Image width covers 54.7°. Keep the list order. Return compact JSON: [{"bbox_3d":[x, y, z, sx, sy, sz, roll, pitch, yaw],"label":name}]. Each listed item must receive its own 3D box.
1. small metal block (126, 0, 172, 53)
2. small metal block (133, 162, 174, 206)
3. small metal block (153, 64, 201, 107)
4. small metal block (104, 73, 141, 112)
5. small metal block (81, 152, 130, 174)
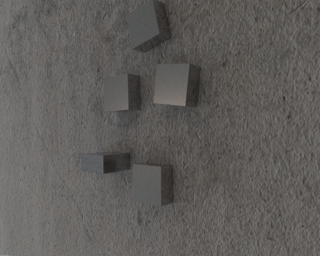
[{"bbox_3d":[-0.016,-0.137,0.418,0.050,0.025,0.050,-18,79,38],"label":"small metal block"},{"bbox_3d":[-0.010,0.073,0.413,0.050,0.025,0.050,0,90,40],"label":"small metal block"},{"bbox_3d":[0.021,-0.054,0.388,0.050,0.025,0.050,9,96,39],"label":"small metal block"},{"bbox_3d":[-0.055,-0.049,0.450,0.050,0.025,0.050,-2,89,40],"label":"small metal block"},{"bbox_3d":[-0.080,0.050,0.455,0.050,0.050,0.025,-1,90,40],"label":"small metal block"}]
